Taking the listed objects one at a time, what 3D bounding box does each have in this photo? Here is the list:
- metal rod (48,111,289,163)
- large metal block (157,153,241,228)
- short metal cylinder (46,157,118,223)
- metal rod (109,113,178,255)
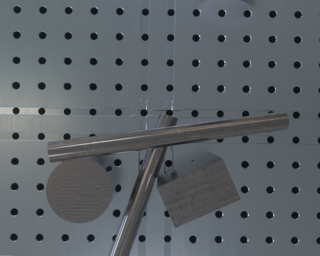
[{"bbox_3d":[0.019,0.009,0.389,0.302,0.025,0.025,-7,90,-10],"label":"metal rod"},{"bbox_3d":[0.044,0.073,0.386,0.080,0.080,0.050,-24,90,0],"label":"large metal block"},{"bbox_3d":[-0.098,0.076,0.400,0.081,0.050,0.079,0,90,0],"label":"short metal cylinder"},{"bbox_3d":[-0.038,0.124,0.413,0.025,0.025,0.299,20,90,0],"label":"metal rod"}]
